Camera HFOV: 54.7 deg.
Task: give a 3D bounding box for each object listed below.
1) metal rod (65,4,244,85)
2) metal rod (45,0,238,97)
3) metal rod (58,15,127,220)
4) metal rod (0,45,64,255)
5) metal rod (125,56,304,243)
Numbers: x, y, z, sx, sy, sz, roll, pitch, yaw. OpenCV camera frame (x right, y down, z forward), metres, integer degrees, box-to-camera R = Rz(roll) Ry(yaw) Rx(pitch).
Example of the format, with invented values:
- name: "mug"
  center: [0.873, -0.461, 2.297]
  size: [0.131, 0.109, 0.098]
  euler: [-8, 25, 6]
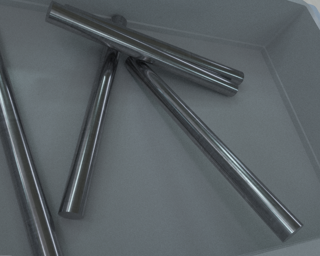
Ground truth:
- name: "metal rod"
  center: [0.008, -0.113, 0.458]
  size: [0.302, 0.025, 0.025]
  euler: [12, 56, -30]
- name: "metal rod"
  center: [-0.003, -0.098, 0.431]
  size: [0.302, 0.025, 0.025]
  euler: [16, 55, -32]
- name: "metal rod"
  center: [-0.075, -0.038, 0.388]
  size: [0.025, 0.025, 0.300]
  euler: [18, 54, -18]
- name: "metal rod"
  center: [-0.157, -0.006, 0.324]
  size: [0.025, 0.025, 0.299]
  euler: [-12, 68, -34]
- name: "metal rod"
  center: [0.041, 0.001, 0.364]
  size: [0.025, 0.025, 0.300]
  euler: [-14, 49, -34]
